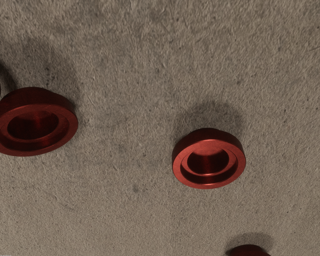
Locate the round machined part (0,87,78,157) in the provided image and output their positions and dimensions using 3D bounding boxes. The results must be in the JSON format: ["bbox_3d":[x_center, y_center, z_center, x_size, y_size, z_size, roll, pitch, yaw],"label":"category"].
[{"bbox_3d":[-0.152,-0.011,0.368,0.099,0.042,0.098,-20,150,-12],"label":"round machined part"}]

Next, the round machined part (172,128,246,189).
[{"bbox_3d":[0.065,0.038,0.430,0.099,0.042,0.097,-1,130,0],"label":"round machined part"}]

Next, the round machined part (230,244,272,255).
[{"bbox_3d":[0.181,0.274,0.633,0.099,0.042,0.097,-1,130,0],"label":"round machined part"}]
